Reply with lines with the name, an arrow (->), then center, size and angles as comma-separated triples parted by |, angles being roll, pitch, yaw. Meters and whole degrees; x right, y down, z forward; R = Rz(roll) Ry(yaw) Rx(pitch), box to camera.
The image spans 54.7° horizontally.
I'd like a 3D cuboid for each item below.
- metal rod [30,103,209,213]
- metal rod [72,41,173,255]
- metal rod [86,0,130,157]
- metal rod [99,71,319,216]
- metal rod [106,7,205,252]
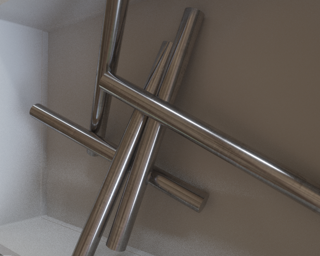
metal rod -> -0.072, 0.031, 0.428 | 0.300, 0.025, 0.025 | 25, 106, 25
metal rod -> -0.043, 0.032, 0.387 | 0.025, 0.025, 0.299 | 20, 86, 38
metal rod -> -0.069, -0.068, 0.396 | 0.025, 0.025, 0.298 | 49, 140, 29
metal rod -> 0.055, 0.013, 0.320 | 0.300, 0.025, 0.025 | 30, 110, 22
metal rod -> -0.006, 0.002, 0.374 | 0.025, 0.025, 0.299 | 19, 90, 38
